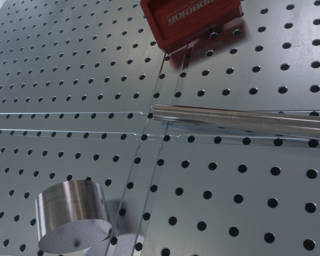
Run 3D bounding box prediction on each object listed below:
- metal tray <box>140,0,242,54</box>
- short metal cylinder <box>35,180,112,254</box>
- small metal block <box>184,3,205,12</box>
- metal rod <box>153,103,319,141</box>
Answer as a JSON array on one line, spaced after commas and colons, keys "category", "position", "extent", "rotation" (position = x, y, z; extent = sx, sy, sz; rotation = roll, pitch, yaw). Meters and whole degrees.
[{"category": "metal tray", "position": [0.045, -0.182, 0.466], "extent": [0.130, 0.030, 0.090], "rotation": [-25, 78, 16]}, {"category": "short metal cylinder", "position": [-0.101, 0.104, 0.362], "extent": [0.080, 0.080, 0.050], "rotation": [-30, 52, 9]}, {"category": "small metal block", "position": [0.063, -0.206, 0.502], "extent": [0.050, 0.025, 0.050], "rotation": [-19, 54, 17]}, {"category": "metal rod", "position": [0.125, -0.005, 0.345], "extent": [0.300, 0.025, 0.025], "rotation": [7, 65, 31]}]
